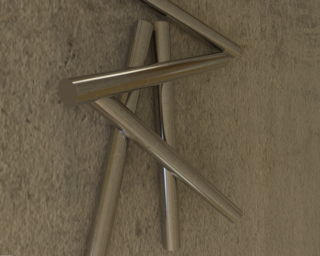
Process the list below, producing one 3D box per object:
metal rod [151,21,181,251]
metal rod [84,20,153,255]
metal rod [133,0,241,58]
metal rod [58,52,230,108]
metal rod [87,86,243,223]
[{"bbox_3d":[0.008,0.013,0.413,0.025,0.025,0.298,-5,94,-40],"label":"metal rod"},{"bbox_3d":[-0.048,0.016,0.365,0.025,0.025,0.299,18,79,-39],"label":"metal rod"},{"bbox_3d":[0.010,-0.159,0.414,0.302,0.025,0.025,16,80,-39],"label":"metal rod"},{"bbox_3d":[0.011,-0.069,0.376,0.302,0.025,0.025,-24,106,-50],"label":"metal rod"},{"bbox_3d":[0.020,0.046,0.389,0.300,0.025,0.025,43,64,-32],"label":"metal rod"}]
